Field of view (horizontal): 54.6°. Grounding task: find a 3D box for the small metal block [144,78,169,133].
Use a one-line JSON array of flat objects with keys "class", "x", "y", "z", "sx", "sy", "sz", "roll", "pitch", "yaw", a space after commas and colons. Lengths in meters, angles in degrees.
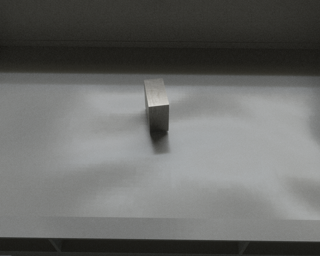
[{"class": "small metal block", "x": -0.005, "y": -0.030, "z": 0.409, "sx": 0.025, "sy": 0.050, "sz": 0.050, "roll": -7, "pitch": 50, "yaw": -5}]
